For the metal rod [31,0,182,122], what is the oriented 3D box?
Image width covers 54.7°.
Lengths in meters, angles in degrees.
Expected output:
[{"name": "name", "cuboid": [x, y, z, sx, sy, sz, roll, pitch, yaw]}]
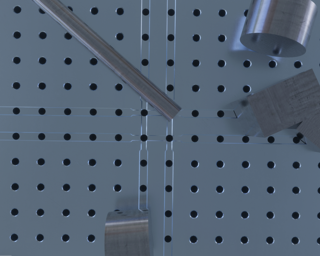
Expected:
[{"name": "metal rod", "cuboid": [-0.092, -0.116, 0.412, 0.300, 0.025, 0.025, 41, 90, 0]}]

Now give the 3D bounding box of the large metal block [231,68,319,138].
[{"name": "large metal block", "cuboid": [0.144, -0.028, 0.387, 0.080, 0.080, 0.050, -24, 90, 0]}]

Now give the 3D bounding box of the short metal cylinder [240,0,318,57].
[{"name": "short metal cylinder", "cuboid": [0.147, -0.126, 0.387, 0.080, 0.080, 0.050, 16, 90, 0]}]

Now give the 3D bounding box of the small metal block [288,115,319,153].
[{"name": "small metal block", "cuboid": [0.212, -0.002, 0.415, 0.050, 0.025, 0.050, 40, 90, 0]}]

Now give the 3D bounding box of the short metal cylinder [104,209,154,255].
[{"name": "short metal cylinder", "cuboid": [-0.036, 0.143, 0.386, 0.050, 0.080, 0.080, -5, 90, 0]}]
